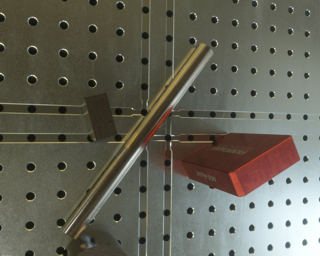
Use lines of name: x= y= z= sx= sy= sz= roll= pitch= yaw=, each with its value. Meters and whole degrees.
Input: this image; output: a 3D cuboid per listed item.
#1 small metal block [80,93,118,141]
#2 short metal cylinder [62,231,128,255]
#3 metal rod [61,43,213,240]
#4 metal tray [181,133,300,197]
small metal block: x=-0.075 y=-0.013 z=0.372 sx=0.025 sy=0.050 sz=0.050 roll=-16 pitch=96 yaw=-19
short metal cylinder: x=-0.077 y=0.171 z=0.371 sx=0.081 sy=0.050 sz=0.079 roll=0 pitch=90 yaw=-20
metal rod: x=-0.022 y=0.008 z=0.404 sx=0.025 sy=0.025 sz=0.300 roll=40 pitch=77 yaw=-16
metal tray: x=0.094 y=0.040 z=0.392 sx=0.091 sy=0.130 sz=0.030 roll=-27 pitch=99 yaw=-18
